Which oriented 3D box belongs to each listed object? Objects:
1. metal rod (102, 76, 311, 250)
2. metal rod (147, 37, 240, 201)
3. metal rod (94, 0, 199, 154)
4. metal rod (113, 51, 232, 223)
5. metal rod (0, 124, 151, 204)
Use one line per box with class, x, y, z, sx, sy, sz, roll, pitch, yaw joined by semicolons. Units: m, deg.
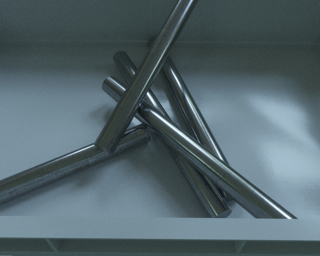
metal rod;0.027;0.019;0.355;0.025;0.025;0.300;-34;54;-25
metal rod;0.036;-0.035;0.434;0.025;0.025;0.299;-14;51;-12
metal rod;0.001;-0.103;0.399;0.025;0.025;0.300;22;72;17
metal rod;0.001;-0.010;0.413;0.025;0.025;0.300;-20;53;-16
metal rod;-0.150;0.060;0.352;0.302;0.025;0.025;-22;54;-18
